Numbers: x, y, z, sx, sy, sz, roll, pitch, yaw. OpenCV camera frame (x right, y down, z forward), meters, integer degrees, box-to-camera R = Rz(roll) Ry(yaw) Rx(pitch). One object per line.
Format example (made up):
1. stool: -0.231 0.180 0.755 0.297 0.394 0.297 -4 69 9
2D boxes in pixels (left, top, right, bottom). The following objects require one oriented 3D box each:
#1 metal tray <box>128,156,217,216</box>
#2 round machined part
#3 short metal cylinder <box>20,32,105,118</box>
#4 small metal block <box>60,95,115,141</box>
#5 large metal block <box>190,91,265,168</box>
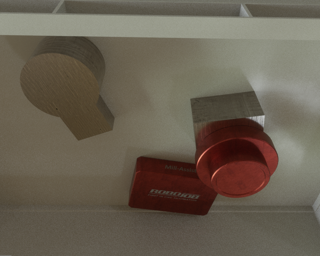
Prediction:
1. metal tray: 0.022 0.094 0.486 0.131 0.030 0.089 9 130 -8
2. round machined part: 0.093 0.048 0.374 0.099 0.042 0.097 -1 131 0
3. short metal cylinder: -0.104 -0.058 0.342 0.081 0.050 0.079 0 130 0
4. small metal block: -0.093 -0.016 0.394 0.050 0.025 0.050 -17 129 13
5. large metal block: 0.085 0.004 0.398 0.080 0.050 0.080 -7 130 5
